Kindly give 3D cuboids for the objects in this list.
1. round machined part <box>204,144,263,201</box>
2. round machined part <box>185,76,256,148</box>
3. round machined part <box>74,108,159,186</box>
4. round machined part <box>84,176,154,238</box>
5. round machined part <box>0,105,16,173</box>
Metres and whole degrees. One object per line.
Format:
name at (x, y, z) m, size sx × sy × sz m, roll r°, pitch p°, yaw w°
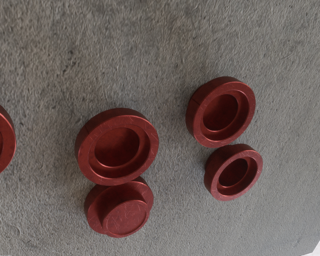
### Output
round machined part at (0.112, 0.066, 0.498) m, size 0.099 × 0.042 × 0.097 m, roll -14°, pitch 124°, yaw -21°
round machined part at (0.077, -0.025, 0.422) m, size 0.099 × 0.042 × 0.097 m, roll -14°, pitch 124°, yaw -21°
round machined part at (-0.055, 0.019, 0.377) m, size 0.099 × 0.042 × 0.097 m, roll -14°, pitch 124°, yaw -21°
round machined part at (-0.053, 0.115, 0.438) m, size 0.099 × 0.042 × 0.097 m, roll -14°, pitch 124°, yaw -21°
round machined part at (-0.192, 0.007, 0.295) m, size 0.099 × 0.042 × 0.097 m, roll -14°, pitch 124°, yaw -21°
